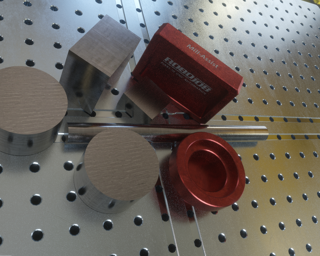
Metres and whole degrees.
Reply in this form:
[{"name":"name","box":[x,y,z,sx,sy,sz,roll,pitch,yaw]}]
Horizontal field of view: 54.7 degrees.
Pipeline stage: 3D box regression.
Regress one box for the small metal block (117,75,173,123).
[{"name":"small metal block","box":[-0.020,-0.036,0.419,0.050,0.025,0.050,43,51,1]}]

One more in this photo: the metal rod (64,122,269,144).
[{"name":"metal rod","box":[0.028,0.007,0.418,0.303,0.025,0.025,1,62,-28]}]

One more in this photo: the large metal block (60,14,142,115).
[{"name":"large metal block","box":[-0.075,-0.077,0.379,0.050,0.080,0.080,34,51,-7]}]

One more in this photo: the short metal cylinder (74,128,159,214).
[{"name":"short metal cylinder","box":[-0.048,0.047,0.337,0.081,0.050,0.080,14,56,-21]}]

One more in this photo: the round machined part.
[{"name":"round machined part","box":[0.055,0.057,0.392,0.099,0.042,0.098,14,56,-21]}]

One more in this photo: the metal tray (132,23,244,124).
[{"name":"metal tray","box":[0.036,-0.070,0.428,0.130,0.090,0.030,35,51,-6]}]

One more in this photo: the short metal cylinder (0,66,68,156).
[{"name":"short metal cylinder","box":[-0.143,-0.018,0.325,0.081,0.050,0.080,14,56,-21]}]
